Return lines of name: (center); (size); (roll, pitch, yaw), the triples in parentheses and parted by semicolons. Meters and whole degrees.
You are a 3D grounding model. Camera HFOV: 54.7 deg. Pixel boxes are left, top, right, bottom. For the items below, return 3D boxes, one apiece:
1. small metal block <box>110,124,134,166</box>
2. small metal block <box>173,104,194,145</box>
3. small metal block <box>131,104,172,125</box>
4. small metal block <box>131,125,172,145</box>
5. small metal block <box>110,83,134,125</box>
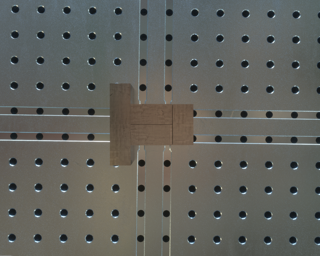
small metal block: (-0.048, 0.020, 0.400); (0.025, 0.050, 0.050); (0, 90, 0)
small metal block: (0.028, -0.004, 0.401); (0.025, 0.050, 0.050); (0, 90, 0)
small metal block: (-0.010, -0.017, 0.400); (0.050, 0.050, 0.025); (0, 90, -1)
small metal block: (-0.010, 0.008, 0.400); (0.050, 0.050, 0.025); (0, 90, -1)
small metal block: (-0.048, -0.029, 0.399); (0.025, 0.050, 0.050); (0, 90, 0)
